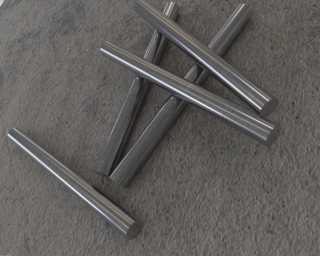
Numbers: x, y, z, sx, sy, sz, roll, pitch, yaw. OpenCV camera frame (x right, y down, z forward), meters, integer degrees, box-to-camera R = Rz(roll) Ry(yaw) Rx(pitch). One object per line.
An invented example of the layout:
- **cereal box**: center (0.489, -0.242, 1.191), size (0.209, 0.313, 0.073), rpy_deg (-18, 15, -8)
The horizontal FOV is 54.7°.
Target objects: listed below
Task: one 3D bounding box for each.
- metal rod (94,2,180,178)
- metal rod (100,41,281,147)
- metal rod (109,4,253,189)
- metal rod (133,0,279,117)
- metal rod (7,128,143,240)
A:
- **metal rod**: center (-0.027, -0.069, 0.460), size (0.025, 0.025, 0.300), rpy_deg (7, 65, 31)
- **metal rod**: center (0.014, -0.059, 0.398), size (0.300, 0.025, 0.025), rpy_deg (34, 81, 38)
- **metal rod**: center (0.033, -0.049, 0.416), size (0.025, 0.025, 0.300), rpy_deg (29, 77, 37)
- **metal rod**: center (0.041, -0.111, 0.417), size (0.025, 0.025, 0.300), rpy_deg (-40, 51, 1)
- **metal rod**: center (-0.137, 0.063, 0.437), size (0.300, 0.025, 0.025), rpy_deg (25, 76, 36)
